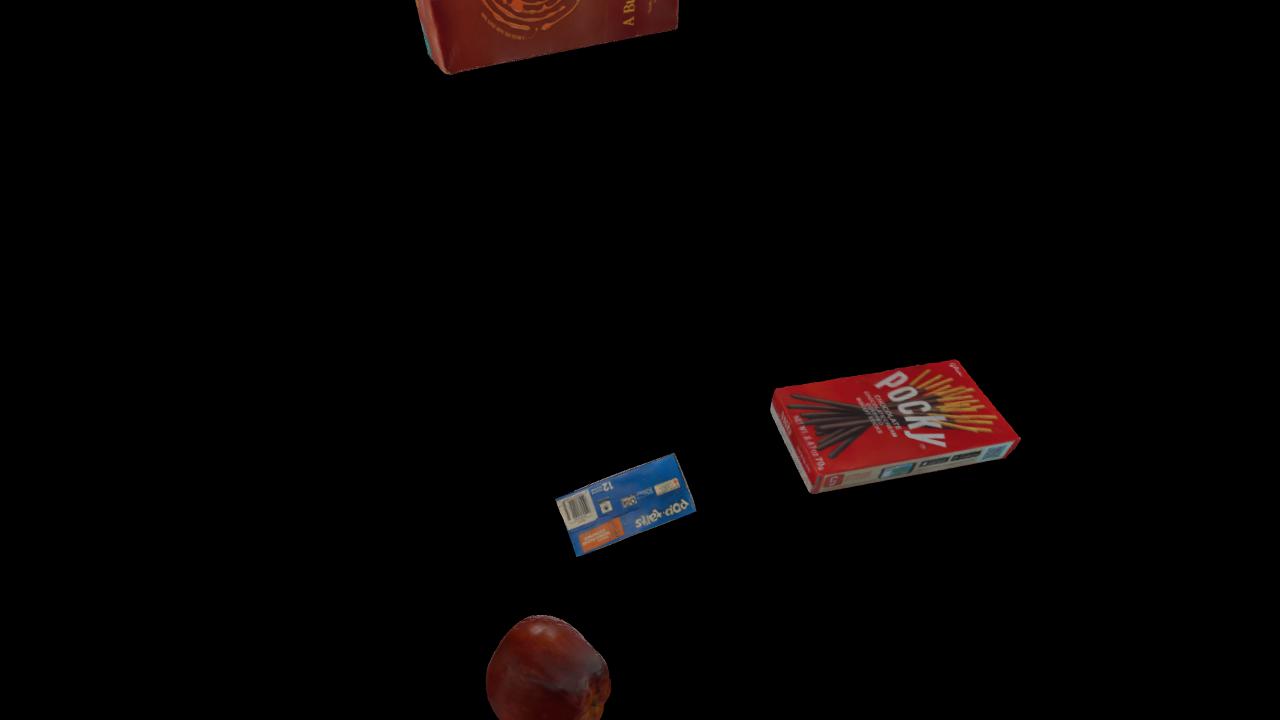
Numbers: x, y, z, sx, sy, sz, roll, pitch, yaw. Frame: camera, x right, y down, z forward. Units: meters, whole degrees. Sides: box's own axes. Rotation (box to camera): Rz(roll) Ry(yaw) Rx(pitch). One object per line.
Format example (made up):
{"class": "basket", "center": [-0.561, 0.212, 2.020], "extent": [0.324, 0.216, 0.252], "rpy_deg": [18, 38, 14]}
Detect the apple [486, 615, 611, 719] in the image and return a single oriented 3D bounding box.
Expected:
{"class": "apple", "center": [-0.068, 0.231, 0.448], "extent": [0.093, 0.079, 0.079], "rpy_deg": [14, 7, 32]}

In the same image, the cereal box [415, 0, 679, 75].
{"class": "cereal box", "center": [-0.099, -0.453, 0.672], "extent": [0.306, 0.203, 0.081], "rpy_deg": [-21, 51, -18]}

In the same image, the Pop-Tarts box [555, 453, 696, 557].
{"class": "Pop-Tarts box", "center": [-0.014, 0.195, 0.853], "extent": [0.167, 0.083, 0.141], "rpy_deg": [-21, -8, 0]}

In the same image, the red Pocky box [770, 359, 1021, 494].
{"class": "red Pocky box", "center": [0.182, 0.045, 0.449], "extent": [0.155, 0.028, 0.083], "rpy_deg": [-9, 44, -9]}
